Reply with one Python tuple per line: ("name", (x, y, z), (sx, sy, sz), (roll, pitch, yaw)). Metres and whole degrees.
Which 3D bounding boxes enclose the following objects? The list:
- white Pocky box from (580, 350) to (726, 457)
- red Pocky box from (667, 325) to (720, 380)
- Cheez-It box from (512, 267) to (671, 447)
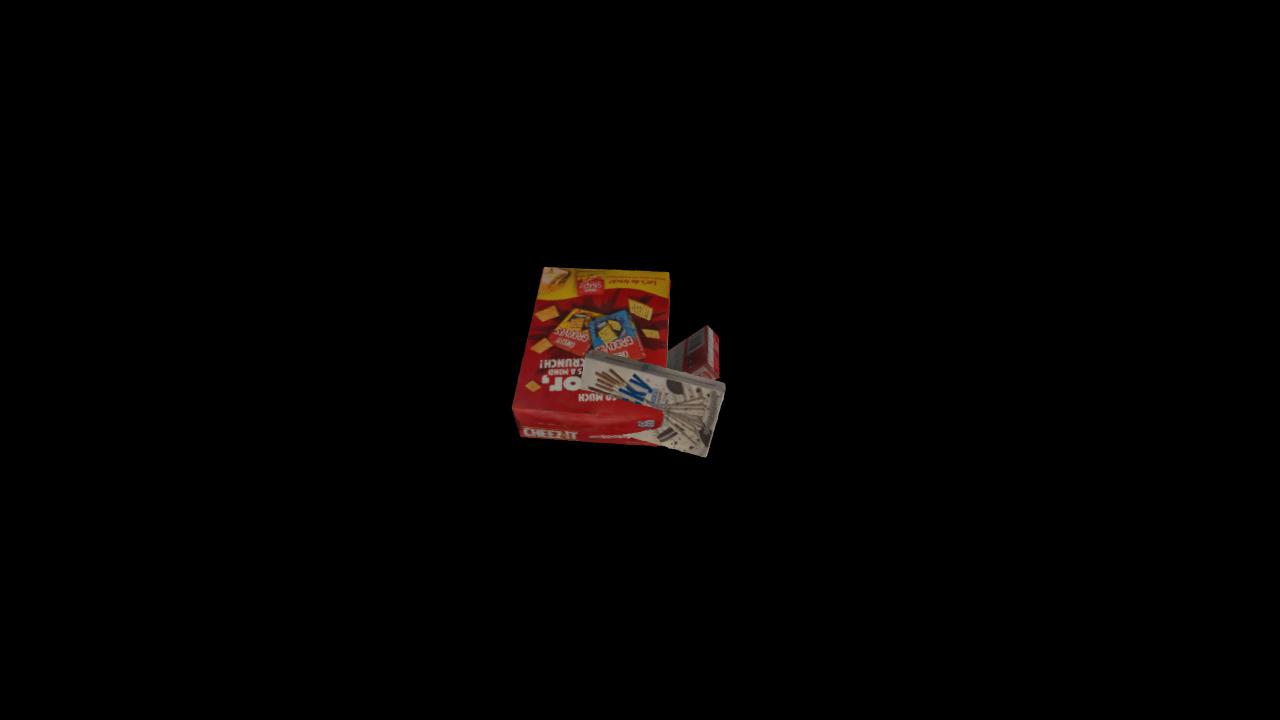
("white Pocky box", (0.009, 0.047, 0.670), (0.154, 0.084, 0.028), (14, 23, 6))
("red Pocky box", (0.027, 0.026, 0.731), (0.155, 0.028, 0.083), (-33, 26, 26))
("Cheez-It box", (-0.049, -0.011, 0.740), (0.166, 0.223, 0.071), (3, -37, 1))
